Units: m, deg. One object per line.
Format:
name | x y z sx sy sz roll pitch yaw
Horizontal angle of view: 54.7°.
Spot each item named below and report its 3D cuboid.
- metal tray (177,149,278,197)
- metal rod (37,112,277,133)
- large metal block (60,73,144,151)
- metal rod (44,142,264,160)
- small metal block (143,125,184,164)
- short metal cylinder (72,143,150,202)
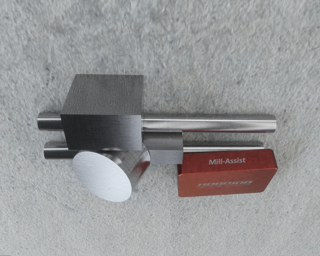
metal tray | 0.091 0.067 0.445 0.131 0.030 0.090 -4 148 1
metal rod | -0.003 -0.007 0.403 0.302 0.025 0.025 1 130 -1
large metal block | -0.060 -0.020 0.355 0.081 0.080 0.050 1 130 -1
metal rod | -0.008 0.032 0.436 0.302 0.025 0.025 0 130 -1
small metal block | 0.004 0.021 0.409 0.050 0.050 0.025 1 130 -1
short metal cylinder | -0.059 0.045 0.383 0.080 0.050 0.079 15 131 18
